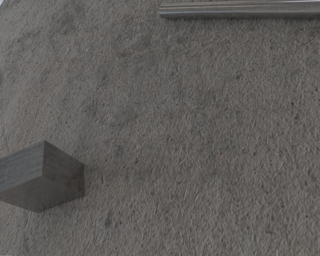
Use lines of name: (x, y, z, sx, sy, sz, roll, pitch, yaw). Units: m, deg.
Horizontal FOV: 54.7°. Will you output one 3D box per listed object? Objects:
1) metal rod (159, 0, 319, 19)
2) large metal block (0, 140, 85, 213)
metal rod: (0.128, -0.168, 0.439, 0.300, 0.025, 0.025, 13, 69, 33)
large metal block: (-0.158, 0.067, 0.410, 0.080, 0.080, 0.050, -22, 54, 15)
